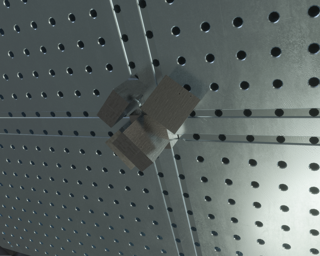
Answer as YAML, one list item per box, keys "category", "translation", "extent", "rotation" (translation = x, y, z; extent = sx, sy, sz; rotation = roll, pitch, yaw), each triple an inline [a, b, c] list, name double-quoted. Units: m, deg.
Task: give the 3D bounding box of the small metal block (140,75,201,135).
- category: "small metal block"
  translation: [0.012, -0.027, 0.371]
  extent: [0.050, 0.025, 0.050]
  rotation: [37, 89, 4]

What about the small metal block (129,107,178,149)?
- category: "small metal block"
  translation: [-0.008, 0.000, 0.415]
  extent: [0.050, 0.025, 0.050]
  rotation: [0, 118, 27]

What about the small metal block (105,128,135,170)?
- category: "small metal block"
  translation: [-0.047, 0.027, 0.433]
  extent: [0.025, 0.050, 0.050]
  rotation: [-43, 95, 2]

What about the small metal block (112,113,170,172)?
- category: "small metal block"
  translation: [-0.022, 0.017, 0.386]
  extent: [0.050, 0.050, 0.025]
  rotation: [45, 128, -4]

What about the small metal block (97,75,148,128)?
- category: "small metal block"
  translation: [-0.048, -0.034, 0.400]
  extent: [0.025, 0.050, 0.050]
  rotation: [42, 129, 0]
